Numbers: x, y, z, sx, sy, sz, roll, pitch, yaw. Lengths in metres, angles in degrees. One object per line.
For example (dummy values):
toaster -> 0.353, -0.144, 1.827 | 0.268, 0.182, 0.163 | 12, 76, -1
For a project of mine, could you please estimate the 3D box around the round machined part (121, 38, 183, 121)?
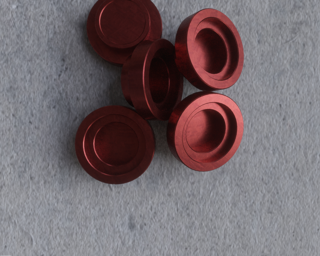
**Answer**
round machined part -> -0.011, -0.058, 0.381 | 0.042, 0.098, 0.097 | 3, 90, 30

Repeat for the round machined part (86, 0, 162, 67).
round machined part -> -0.046, -0.131, 0.401 | 0.099, 0.042, 0.097 | 0, 90, -1

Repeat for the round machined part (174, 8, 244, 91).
round machined part -> 0.056, -0.093, 0.387 | 0.099, 0.042, 0.097 | 3, 85, -36

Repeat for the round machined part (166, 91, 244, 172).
round machined part -> 0.052, 0.002, 0.389 | 0.099, 0.042, 0.097 | -6, 106, -23

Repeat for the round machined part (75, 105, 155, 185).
round machined part -> -0.054, 0.020, 0.398 | 0.099, 0.042, 0.097 | 0, 94, 3
